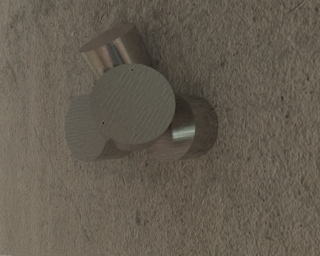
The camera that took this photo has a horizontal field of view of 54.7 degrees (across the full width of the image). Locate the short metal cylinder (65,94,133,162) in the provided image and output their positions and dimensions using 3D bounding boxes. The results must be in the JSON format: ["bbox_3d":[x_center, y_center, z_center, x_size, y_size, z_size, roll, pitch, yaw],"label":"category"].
[{"bbox_3d":[-0.072,0.000,0.381,0.080,0.050,0.079,0,90,39],"label":"short metal cylinder"}]

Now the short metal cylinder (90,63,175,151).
[{"bbox_3d":[-0.028,-0.019,0.317,0.050,0.081,0.080,118,140,-76],"label":"short metal cylinder"}]

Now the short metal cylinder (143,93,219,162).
[{"bbox_3d":[0.022,-0.001,0.370,0.080,0.050,0.079,0,90,39],"label":"short metal cylinder"}]

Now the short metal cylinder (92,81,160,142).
[{"bbox_3d":[-0.047,-0.022,0.427,0.080,0.050,0.079,0,90,39],"label":"short metal cylinder"}]

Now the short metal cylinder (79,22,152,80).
[{"bbox_3d":[-0.058,-0.097,0.408,0.080,0.080,0.050,0,129,39],"label":"short metal cylinder"}]
